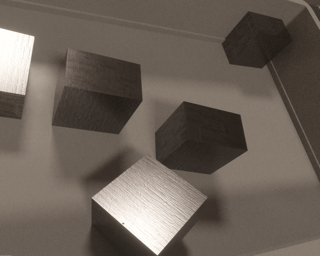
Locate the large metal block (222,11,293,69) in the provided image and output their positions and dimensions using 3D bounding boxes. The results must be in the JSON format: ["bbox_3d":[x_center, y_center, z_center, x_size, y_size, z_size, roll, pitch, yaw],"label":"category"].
[{"bbox_3d":[0.174,-0.156,0.562,0.081,0.080,0.050,1,62,-28],"label":"large metal block"}]

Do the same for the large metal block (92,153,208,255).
[{"bbox_3d":[-0.012,0.085,0.316,0.080,0.050,0.081,34,47,22],"label":"large metal block"}]

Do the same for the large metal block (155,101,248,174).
[{"bbox_3d":[0.048,0.016,0.388,0.081,0.080,0.050,11,57,-23],"label":"large metal block"}]

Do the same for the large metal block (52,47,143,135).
[{"bbox_3d":[-0.074,-0.038,0.355,0.081,0.080,0.050,9,58,-24],"label":"large metal block"}]

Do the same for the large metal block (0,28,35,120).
[{"bbox_3d":[-0.184,-0.061,0.328,0.081,0.050,0.080,9,58,-24],"label":"large metal block"}]
